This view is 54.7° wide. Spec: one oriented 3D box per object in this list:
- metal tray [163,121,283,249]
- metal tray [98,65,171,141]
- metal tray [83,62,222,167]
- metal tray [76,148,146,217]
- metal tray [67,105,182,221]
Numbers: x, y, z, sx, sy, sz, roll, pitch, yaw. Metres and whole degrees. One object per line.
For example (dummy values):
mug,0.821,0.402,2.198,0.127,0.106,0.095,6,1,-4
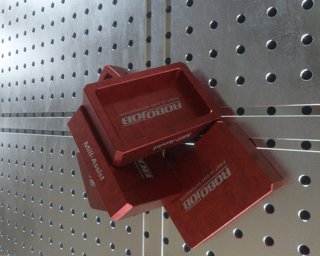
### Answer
metal tray,0.059,0.065,0.355,0.129,0.030,0.090,-48,62,29
metal tray,-0.049,-0.020,0.444,0.130,0.030,0.089,43,116,31
metal tray,-0.008,-0.021,0.346,0.090,0.131,0.030,59,151,23
metal tray,-0.068,0.069,0.429,0.130,0.030,0.089,-12,93,54
metal tray,-0.040,0.033,0.358,0.030,0.091,0.130,-46,63,30
